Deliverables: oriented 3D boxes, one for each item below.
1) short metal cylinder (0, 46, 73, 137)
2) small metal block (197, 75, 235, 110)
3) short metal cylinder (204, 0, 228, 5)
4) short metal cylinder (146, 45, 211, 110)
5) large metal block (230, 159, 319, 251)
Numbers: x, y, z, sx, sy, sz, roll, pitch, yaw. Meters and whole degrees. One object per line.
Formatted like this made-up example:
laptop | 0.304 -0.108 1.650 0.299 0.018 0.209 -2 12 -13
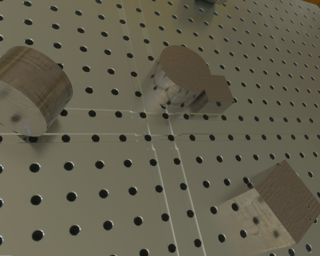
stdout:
short metal cylinder | -0.139 -0.036 0.320 0.080 0.080 0.050 31 52 -8
small metal block | 0.083 -0.056 0.486 0.050 0.025 0.050 -1 62 -29
short metal cylinder | 0.108 -0.290 0.608 0.050 0.080 0.080 6 59 -25
short metal cylinder | 0.026 -0.073 0.450 0.081 0.050 0.080 14 56 -21
large metal block | 0.156 0.102 0.414 0.081 0.050 0.080 -28 77 -37
